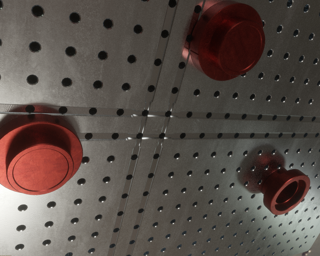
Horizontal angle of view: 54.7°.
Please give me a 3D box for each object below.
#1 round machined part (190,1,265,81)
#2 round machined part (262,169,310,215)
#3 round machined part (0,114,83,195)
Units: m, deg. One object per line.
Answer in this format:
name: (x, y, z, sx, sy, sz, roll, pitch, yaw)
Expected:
round machined part: (0.091, -0.104, 0.387, 0.099, 0.042, 0.097, -14, 124, -21)
round machined part: (0.242, 0.120, 0.611, 0.099, 0.042, 0.097, -14, 125, -21)
round machined part: (-0.136, 0.036, 0.349, 0.099, 0.042, 0.097, -14, 125, -21)
